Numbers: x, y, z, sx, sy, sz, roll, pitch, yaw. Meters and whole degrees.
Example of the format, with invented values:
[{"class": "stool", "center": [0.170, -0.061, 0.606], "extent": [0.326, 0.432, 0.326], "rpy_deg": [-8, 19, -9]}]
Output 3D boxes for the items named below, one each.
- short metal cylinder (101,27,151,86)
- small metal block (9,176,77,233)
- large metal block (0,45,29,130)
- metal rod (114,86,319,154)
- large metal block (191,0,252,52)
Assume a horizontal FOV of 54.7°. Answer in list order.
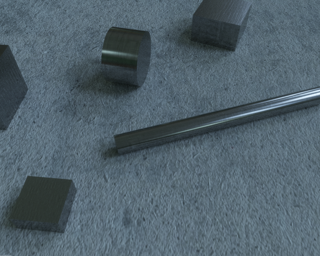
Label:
[{"class": "short metal cylinder", "center": [-0.047, -0.105, 0.455], "extent": [0.050, 0.080, 0.080], "rpy_deg": [10, 51, 8]}, {"class": "small metal block", "center": [-0.124, 0.082, 0.334], "extent": [0.050, 0.025, 0.050], "rpy_deg": [4, 50, 3]}, {"class": "large metal block", "center": [-0.227, -0.055, 0.412], "extent": [0.050, 0.080, 0.080], "rpy_deg": [4, 50, 3]}, {"class": "metal rod", "center": [0.089, -0.014, 0.415], "extent": [0.302, 0.025, 0.025], "rpy_deg": [-14, 52, -12]}, {"class": "large metal block", "center": [0.108, -0.187, 0.545], "extent": [0.080, 0.050, 0.080], "rpy_deg": [19, 52, 15]}]
